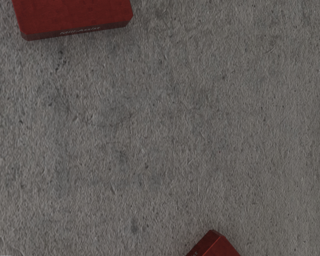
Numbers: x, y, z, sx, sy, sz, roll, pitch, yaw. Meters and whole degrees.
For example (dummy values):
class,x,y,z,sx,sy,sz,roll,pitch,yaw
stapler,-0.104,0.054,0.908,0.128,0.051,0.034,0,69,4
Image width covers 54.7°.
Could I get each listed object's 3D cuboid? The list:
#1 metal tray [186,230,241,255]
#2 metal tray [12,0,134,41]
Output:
class,x,y,z,sx,sy,sz,roll,pitch,yaw
metal tray,0.061,0.220,0.429,0.130,0.030,0.090,-42,103,-15
metal tray,-0.106,-0.160,0.367,0.131,0.030,0.089,-15,95,-20
